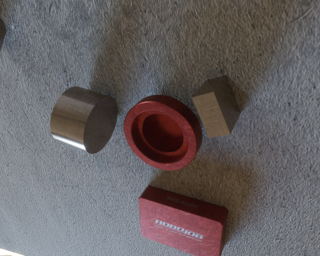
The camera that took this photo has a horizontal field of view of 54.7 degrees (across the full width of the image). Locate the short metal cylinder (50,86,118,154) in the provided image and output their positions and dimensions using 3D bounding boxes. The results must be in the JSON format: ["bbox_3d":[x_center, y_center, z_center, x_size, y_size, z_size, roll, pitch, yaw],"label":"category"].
[{"bbox_3d":[-0.100,-0.011,0.417,0.050,0.080,0.079,19,126,17],"label":"short metal cylinder"}]

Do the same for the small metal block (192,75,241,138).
[{"bbox_3d":[0.064,-0.024,0.342,0.025,0.050,0.050,-13,112,33],"label":"small metal block"}]

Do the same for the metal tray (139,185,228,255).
[{"bbox_3d":[0.034,0.147,0.477,0.130,0.030,0.089,12,124,21],"label":"metal tray"}]

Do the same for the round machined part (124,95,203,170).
[{"bbox_3d":[0.007,0.002,0.394,0.098,0.042,0.097,13,124,21],"label":"round machined part"}]

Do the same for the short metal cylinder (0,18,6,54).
[{"bbox_3d":[-0.264,-0.128,0.431,0.080,0.080,0.050,42,129,-1],"label":"short metal cylinder"}]
